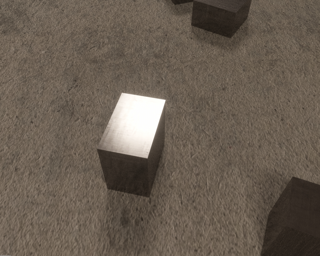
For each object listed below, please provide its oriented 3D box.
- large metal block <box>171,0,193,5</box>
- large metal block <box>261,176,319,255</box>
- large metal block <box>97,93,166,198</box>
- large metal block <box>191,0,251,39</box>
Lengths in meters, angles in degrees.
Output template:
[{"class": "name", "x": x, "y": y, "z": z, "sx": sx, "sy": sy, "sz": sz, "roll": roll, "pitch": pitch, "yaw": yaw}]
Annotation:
[{"class": "large metal block", "x": 0.054, "y": -0.306, "z": 0.645, "sx": 0.081, "sy": 0.050, "sz": 0.080, "roll": -16, "pitch": 52, "yaw": -13}, {"class": "large metal block", "x": 0.148, "y": 0.098, "z": 0.287, "sx": 0.080, "sy": 0.080, "sz": 0.050, "roll": 17, "pitch": 52, "yaw": 13}, {"class": "large metal block", "x": -0.027, "y": 0.020, "z": 0.350, "sx": 0.050, "sy": 0.080, "sz": 0.080, "roll": 10, "pitch": 51, "yaw": 8}, {"class": "large metal block", "x": 0.114, "y": -0.219, "z": 0.573, "sx": 0.080, "sy": 0.050, "sz": 0.080, "roll": 26, "pitch": 54, "yaw": 19}]
